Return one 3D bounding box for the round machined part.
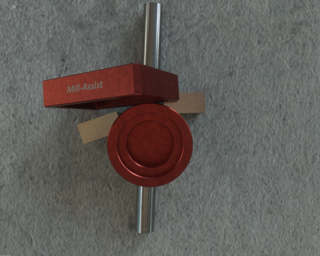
[{"bbox_3d":[-0.012,0.018,0.375,0.099,0.042,0.097,0,93,-3],"label":"round machined part"}]

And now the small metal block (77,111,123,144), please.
[{"bbox_3d":[-0.072,-0.001,0.398,0.050,0.050,0.025,-19,90,0],"label":"small metal block"}]

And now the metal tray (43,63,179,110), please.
[{"bbox_3d":[-0.055,-0.042,0.355,0.130,0.090,0.030,-4,89,29],"label":"metal tray"}]

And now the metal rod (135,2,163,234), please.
[{"bbox_3d":[-0.015,-0.013,0.411,0.025,0.025,0.298,2,90,-1],"label":"metal rod"}]

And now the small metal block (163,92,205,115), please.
[{"bbox_3d":[0.029,-0.030,0.399,0.050,0.050,0.025,-2,90,-1],"label":"small metal block"}]
